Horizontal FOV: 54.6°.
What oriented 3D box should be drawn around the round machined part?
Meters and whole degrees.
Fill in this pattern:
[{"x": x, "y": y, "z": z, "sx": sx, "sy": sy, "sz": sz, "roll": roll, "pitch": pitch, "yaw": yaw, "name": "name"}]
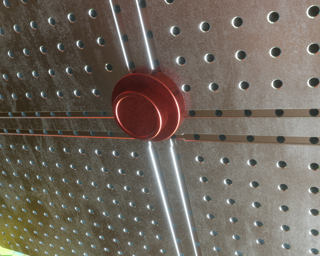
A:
[{"x": -0.021, "y": -0.023, "z": 0.398, "sx": 0.098, "sy": 0.042, "sz": 0.097, "roll": 13, "pitch": 124, "yaw": 21, "name": "round machined part"}]
